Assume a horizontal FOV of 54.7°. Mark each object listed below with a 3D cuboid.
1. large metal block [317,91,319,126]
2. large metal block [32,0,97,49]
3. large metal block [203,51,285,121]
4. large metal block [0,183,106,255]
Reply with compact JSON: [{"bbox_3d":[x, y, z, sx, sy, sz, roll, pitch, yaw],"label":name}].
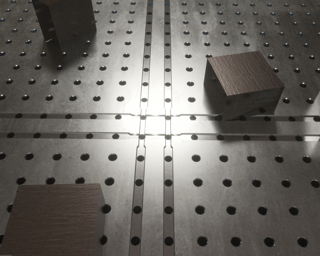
[{"bbox_3d":[0.266,-0.027,0.418,0.080,0.050,0.080,12,51,9],"label":"large metal block"},{"bbox_3d":[-0.163,-0.197,0.535,0.050,0.080,0.080,35,58,25],"label":"large metal block"},{"bbox_3d":[0.116,-0.062,0.445,0.081,0.050,0.080,-10,51,-9],"label":"large metal block"},{"bbox_3d":[-0.100,0.103,0.304,0.081,0.050,0.080,-1,50,-2],"label":"large metal block"}]
